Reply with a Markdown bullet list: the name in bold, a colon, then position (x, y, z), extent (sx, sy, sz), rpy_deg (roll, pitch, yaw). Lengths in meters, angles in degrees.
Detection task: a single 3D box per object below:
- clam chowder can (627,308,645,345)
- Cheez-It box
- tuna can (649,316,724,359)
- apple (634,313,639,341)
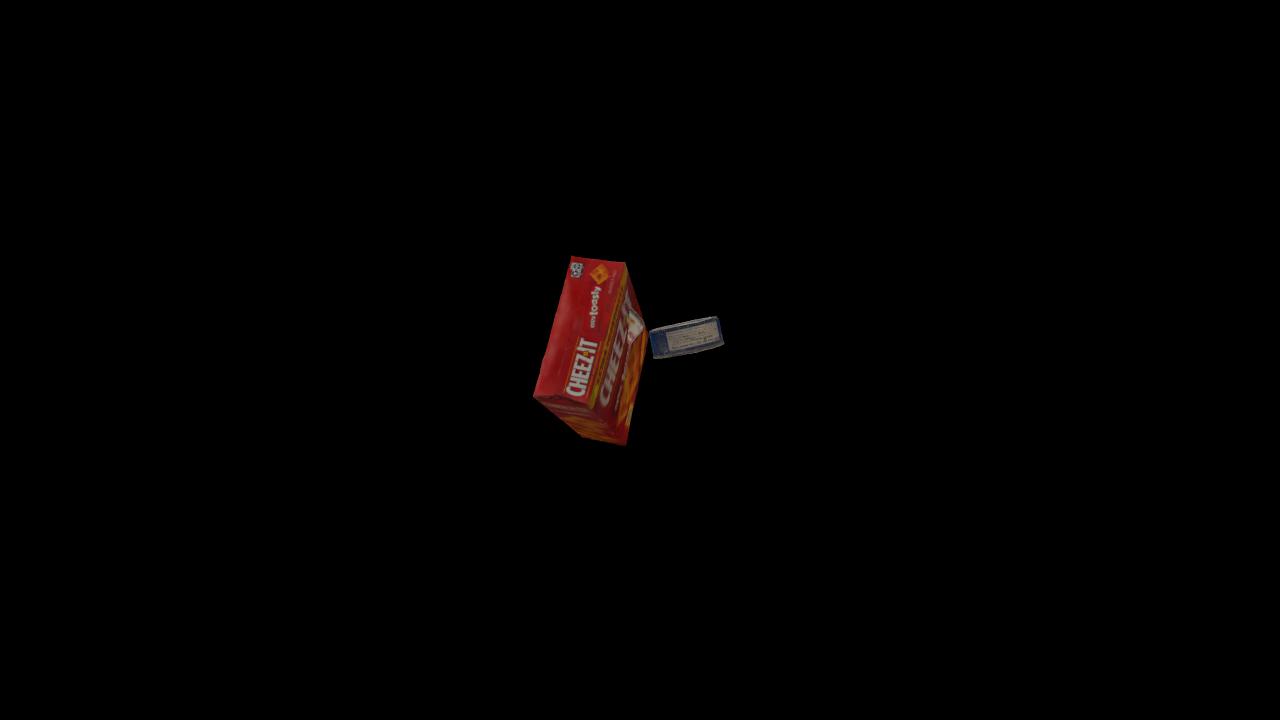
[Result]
- **clam chowder can**: position (-0.050, -0.022, 0.728), extent (0.068, 0.102, 0.068), rpy_deg (37, -9, 7)
- **Cheez-It box**: position (-0.047, -0.001, 0.740), extent (0.071, 0.166, 0.223), rpy_deg (8, -17, 11)
- **tuna can**: position (0.053, -0.026, 0.709), extent (0.084, 0.034, 0.084), rpy_deg (-12, 4, 1)
- **apple**: position (-0.047, -0.043, 0.758), extent (0.093, 0.079, 0.079), rpy_deg (9, 4, 27)
